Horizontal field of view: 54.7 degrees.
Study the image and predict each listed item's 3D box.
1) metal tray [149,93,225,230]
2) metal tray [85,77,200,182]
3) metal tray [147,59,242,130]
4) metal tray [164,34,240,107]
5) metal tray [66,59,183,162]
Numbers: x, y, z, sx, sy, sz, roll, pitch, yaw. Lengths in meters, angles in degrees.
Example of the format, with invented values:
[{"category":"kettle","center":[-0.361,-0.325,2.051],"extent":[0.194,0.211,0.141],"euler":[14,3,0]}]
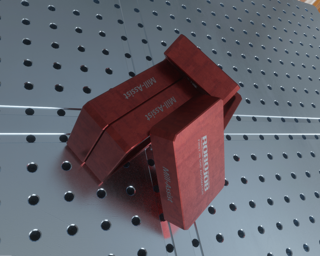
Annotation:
[{"category":"metal tray","center":[0.037,0.038,0.347],"extent":[0.030,0.129,0.091],"euler":[18,40,36]},{"category":"metal tray","center":[-0.017,0.000,0.356],"extent":[0.030,0.090,0.131],"euler":[49,51,5]},{"category":"metal tray","center":[0.053,-0.056,0.468],"extent":[0.130,0.030,0.090],"euler":[40,51,-2]},{"category":"metal tray","center":[0.052,-0.069,0.407],"extent":[0.090,0.030,0.130],"euler":[43,6,1]},{"category":"metal tray","center":[-0.039,-0.021,0.359],"extent":[0.030,0.090,0.131],"euler":[49,51,5]}]
